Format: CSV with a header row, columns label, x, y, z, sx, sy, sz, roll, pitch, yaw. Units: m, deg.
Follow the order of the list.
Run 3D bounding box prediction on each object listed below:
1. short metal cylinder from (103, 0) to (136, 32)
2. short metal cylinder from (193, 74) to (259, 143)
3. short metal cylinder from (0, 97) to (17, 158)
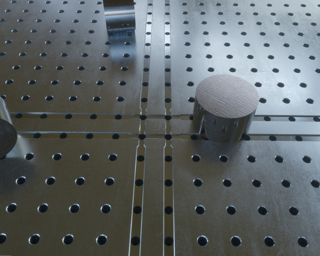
label,x,y,z,sx,sy,sz,roll,pitch,yaw
short metal cylinder,-0.074,-0.214,0.551,0.050,0.080,0.080,-7,51,-6
short metal cylinder,0.086,-0.027,0.415,0.081,0.050,0.080,0,50,0
short metal cylinder,-0.220,0.000,0.369,0.081,0.080,0.050,-24,54,-19
